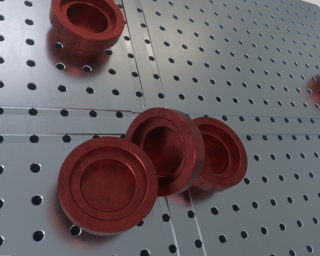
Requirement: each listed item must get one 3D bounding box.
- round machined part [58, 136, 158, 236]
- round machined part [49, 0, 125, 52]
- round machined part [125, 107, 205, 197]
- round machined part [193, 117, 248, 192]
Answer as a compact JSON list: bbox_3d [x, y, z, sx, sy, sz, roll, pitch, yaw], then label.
[{"bbox_3d":[-0.054,0.061,0.323,0.099,0.042,0.098,7,62,-13],"label":"round machined part"},{"bbox_3d":[-0.102,-0.145,0.430,0.099,0.042,0.098,14,56,-21],"label":"round machined part"},{"bbox_3d":[0.008,0.027,0.355,0.042,0.098,0.098,3,58,-54],"label":"round machined part"},{"bbox_3d":[0.062,0.037,0.407,0.099,0.042,0.098,14,56,-21],"label":"round machined part"}]
